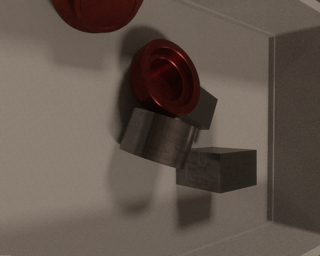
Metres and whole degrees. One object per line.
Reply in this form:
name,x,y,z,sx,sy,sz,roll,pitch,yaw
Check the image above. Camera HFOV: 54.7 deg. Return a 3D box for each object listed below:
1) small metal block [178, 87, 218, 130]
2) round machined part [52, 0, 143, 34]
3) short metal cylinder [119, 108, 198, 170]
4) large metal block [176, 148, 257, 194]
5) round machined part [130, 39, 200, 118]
small metal block,0.054,-0.030,0.454,0.050,0.025,0.050,29,72,-37
round machined part,-0.058,-0.136,0.311,0.099,0.097,0.042,2,48,-40
short metal cylinder,-0.002,0.013,0.367,0.080,0.080,0.050,20,87,-39
large metal block,0.080,0.056,0.440,0.081,0.080,0.050,-1,91,-40
round machined part,0.002,-0.058,0.389,0.099,0.042,0.098,15,66,-38
